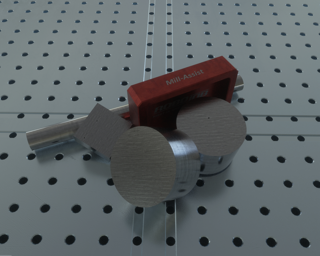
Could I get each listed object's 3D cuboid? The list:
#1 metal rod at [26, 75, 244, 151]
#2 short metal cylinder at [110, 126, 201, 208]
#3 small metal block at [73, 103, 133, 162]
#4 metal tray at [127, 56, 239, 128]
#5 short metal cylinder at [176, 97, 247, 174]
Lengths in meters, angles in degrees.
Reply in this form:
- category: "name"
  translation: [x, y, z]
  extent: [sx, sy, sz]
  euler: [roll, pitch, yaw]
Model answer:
- category: "metal rod"
  translation: [-0.023, -0.026, 0.424]
  extent: [0.302, 0.025, 0.025]
  euler: [-17, 52, -14]
- category: "short metal cylinder"
  translation: [-0.005, 0.039, 0.326]
  extent: [0.080, 0.080, 0.050]
  euler: [40, 19, 28]
- category: "small metal block"
  translation: [-0.069, 0.006, 0.381]
  extent: [0.050, 0.025, 0.050]
  euler: [32, 71, 1]
- category: "metal tray"
  translation: [0.028, -0.029, 0.385]
  extent: [0.131, 0.089, 0.030]
  euler: [-21, 53, -17]
- category: "short metal cylinder"
  translation: [0.057, 0.009, 0.373]
  extent: [0.081, 0.050, 0.080]
  euler: [2, 58, -4]
